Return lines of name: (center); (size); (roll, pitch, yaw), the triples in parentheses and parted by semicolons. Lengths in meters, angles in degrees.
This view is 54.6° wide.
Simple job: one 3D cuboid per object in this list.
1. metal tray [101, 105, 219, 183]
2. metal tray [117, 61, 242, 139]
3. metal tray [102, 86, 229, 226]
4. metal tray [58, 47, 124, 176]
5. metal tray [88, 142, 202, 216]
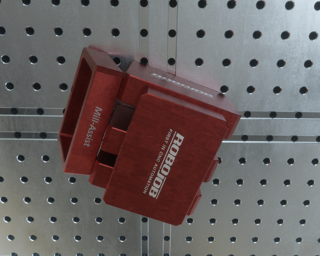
metal tray: (0.000, 0.016, 0.383); (0.131, 0.090, 0.030); (18, 108, -8)
metal tray: (0.021, -0.036, 0.364); (0.131, 0.090, 0.030); (20, 109, -7)
metal tray: (0.003, 0.032, 0.326); (0.090, 0.030, 0.129); (20, 109, -7)
metal tray: (-0.087, -0.021, 0.367); (0.030, 0.090, 0.129); (12, 111, -28)
metal tray: (-0.017, 0.057, 0.399); (0.131, 0.090, 0.030); (20, 109, -8)
